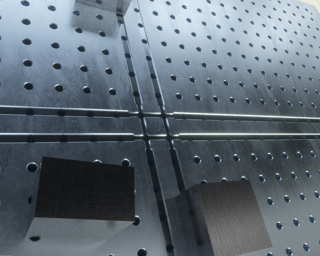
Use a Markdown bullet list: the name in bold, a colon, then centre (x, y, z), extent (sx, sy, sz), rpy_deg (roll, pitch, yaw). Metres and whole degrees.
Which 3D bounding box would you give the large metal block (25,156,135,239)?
- **large metal block**: centre (-0.076, 0.070, 0.290), extent (0.081, 0.080, 0.050), rpy_deg (10, 58, -23)

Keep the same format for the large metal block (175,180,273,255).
- **large metal block**: centre (0.073, 0.110, 0.366), extent (0.081, 0.050, 0.080), rpy_deg (1, 61, -28)

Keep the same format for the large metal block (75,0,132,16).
- **large metal block**: centre (-0.088, -0.235, 0.489), extent (0.081, 0.050, 0.080), rpy_deg (7, 59, -25)
